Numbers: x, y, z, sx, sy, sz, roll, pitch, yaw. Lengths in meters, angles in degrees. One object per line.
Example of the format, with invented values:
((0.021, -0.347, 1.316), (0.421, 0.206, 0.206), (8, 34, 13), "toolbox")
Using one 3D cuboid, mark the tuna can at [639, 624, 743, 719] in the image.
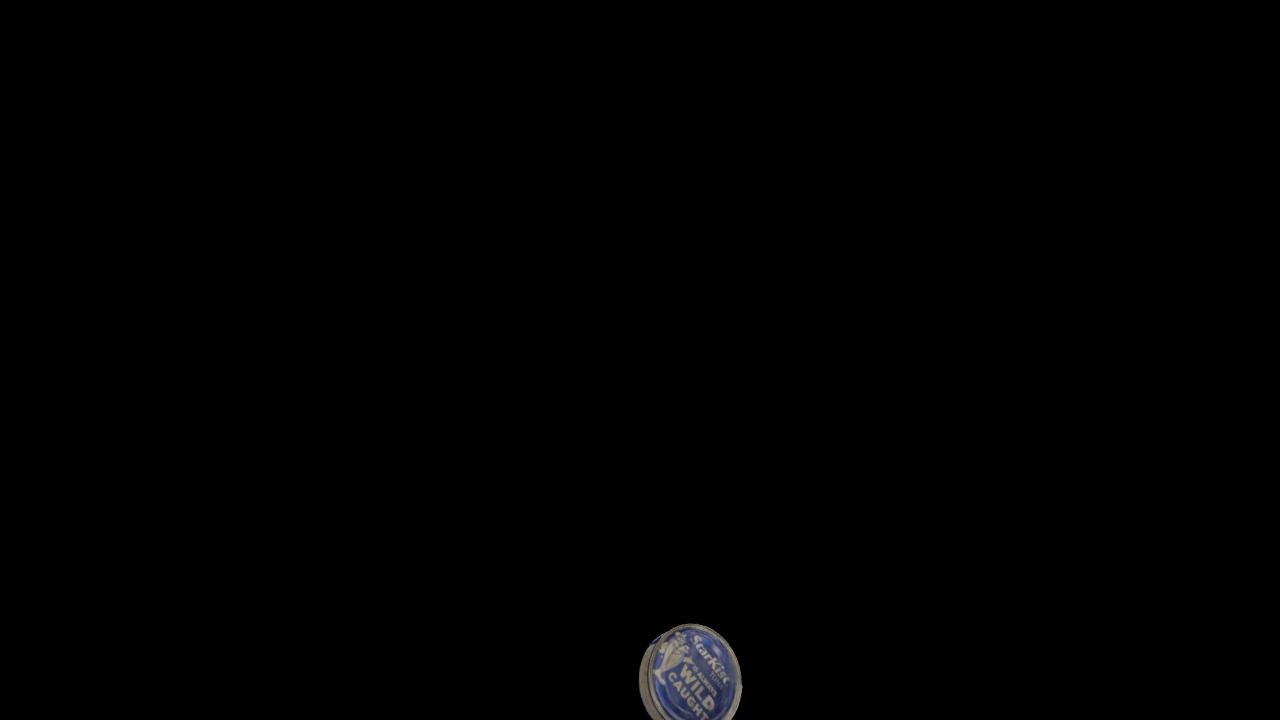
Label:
((0.042, 0.271, 0.523), (0.084, 0.084, 0.034), (0, -31, -21), "tuna can")
